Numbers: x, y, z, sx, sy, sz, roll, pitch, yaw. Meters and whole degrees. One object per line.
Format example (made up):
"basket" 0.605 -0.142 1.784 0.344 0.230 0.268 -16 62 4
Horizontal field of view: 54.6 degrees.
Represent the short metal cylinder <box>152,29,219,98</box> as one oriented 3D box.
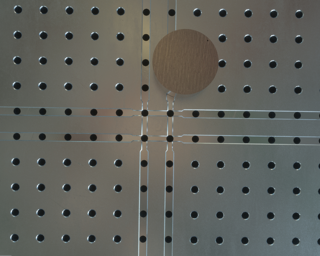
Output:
"short metal cylinder" 0.031 -0.081 0.401 0.080 0.050 0.080 0 90 0
